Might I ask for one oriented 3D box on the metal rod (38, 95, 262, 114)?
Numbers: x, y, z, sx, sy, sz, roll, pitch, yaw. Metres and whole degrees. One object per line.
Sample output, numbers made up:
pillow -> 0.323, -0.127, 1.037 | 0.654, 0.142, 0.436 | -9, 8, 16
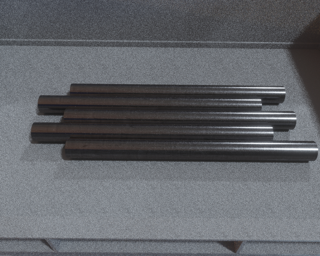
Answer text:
metal rod -> -0.013, -0.031, 0.429 | 0.302, 0.025, 0.025 | 1, 50, 0

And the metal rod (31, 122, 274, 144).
metal rod -> -0.009, 0.007, 0.397 | 0.302, 0.025, 0.025 | 1, 50, 0

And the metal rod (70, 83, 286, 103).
metal rod -> 0.025, -0.050, 0.445 | 0.302, 0.025, 0.025 | 1, 50, 0

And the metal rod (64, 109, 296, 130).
metal rod -> 0.026, -0.012, 0.414 | 0.302, 0.025, 0.025 | 1, 50, 0

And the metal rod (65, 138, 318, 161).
metal rod -> 0.038, 0.027, 0.381 | 0.302, 0.025, 0.025 | 1, 50, 0
